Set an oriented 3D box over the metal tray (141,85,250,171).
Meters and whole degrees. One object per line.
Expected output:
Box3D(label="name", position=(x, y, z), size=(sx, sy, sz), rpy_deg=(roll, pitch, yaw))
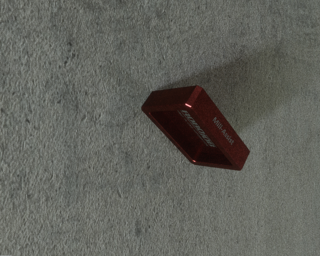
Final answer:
Box3D(label="metal tray", position=(0.047, 0.003, 0.406), size=(0.130, 0.090, 0.030), rpy_deg=(47, 62, -30))
